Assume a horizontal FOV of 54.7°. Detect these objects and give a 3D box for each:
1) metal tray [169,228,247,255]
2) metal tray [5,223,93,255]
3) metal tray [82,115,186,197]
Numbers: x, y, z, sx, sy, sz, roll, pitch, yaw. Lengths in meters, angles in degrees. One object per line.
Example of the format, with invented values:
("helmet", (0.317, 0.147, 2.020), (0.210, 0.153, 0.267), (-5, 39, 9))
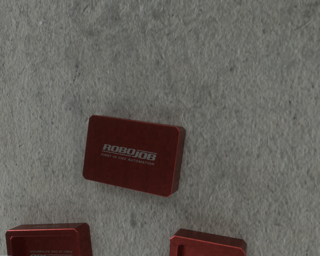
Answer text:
("metal tray", (0.057, 0.200, 0.385), (0.090, 0.030, 0.129), (4, 91, 19))
("metal tray", (-0.165, 0.192, 0.462), (0.130, 0.030, 0.089), (-8, 87, 19))
("metal tray", (-0.037, 0.034, 0.418), (0.130, 0.030, 0.089), (8, 93, 19))
